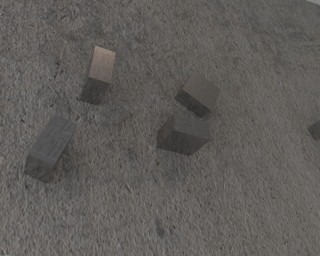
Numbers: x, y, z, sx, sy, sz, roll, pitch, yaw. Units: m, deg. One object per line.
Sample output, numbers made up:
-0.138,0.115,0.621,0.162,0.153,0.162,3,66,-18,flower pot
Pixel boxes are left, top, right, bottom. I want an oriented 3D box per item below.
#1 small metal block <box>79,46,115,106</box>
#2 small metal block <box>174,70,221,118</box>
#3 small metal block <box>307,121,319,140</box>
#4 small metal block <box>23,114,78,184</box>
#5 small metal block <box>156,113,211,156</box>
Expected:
-0.078,-0.064,0.384,0.025,0.050,0.050,16,55,-19,small metal block
0.057,-0.051,0.465,0.050,0.025,0.050,36,51,-4,small metal block
0.303,-0.005,0.554,0.050,0.050,0.025,-12,68,-33,small metal block
-0.111,0.022,0.314,0.025,0.050,0.050,28,52,-11,small metal block
0.029,0.010,0.397,0.050,0.050,0.025,15,56,-20,small metal block
